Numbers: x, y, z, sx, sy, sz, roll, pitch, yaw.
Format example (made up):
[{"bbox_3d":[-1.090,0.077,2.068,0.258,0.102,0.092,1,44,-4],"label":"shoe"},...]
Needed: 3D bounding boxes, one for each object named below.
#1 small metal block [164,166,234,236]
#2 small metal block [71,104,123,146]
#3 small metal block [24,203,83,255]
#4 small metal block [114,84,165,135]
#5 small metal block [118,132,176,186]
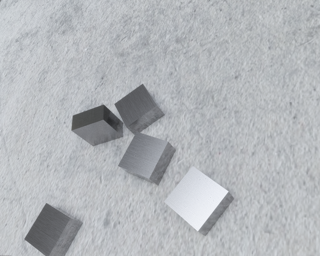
[{"bbox_3d":[0.042,0.078,0.333,0.050,0.025,0.050,34,80,38],"label":"small metal block"},{"bbox_3d":[-0.086,-0.002,0.433,0.050,0.050,0.025,-18,55,18],"label":"small metal block"},{"bbox_3d":[-0.135,0.131,0.392,0.050,0.025,0.050,16,70,34],"label":"small metal block"},{"bbox_3d":[-0.029,-0.026,0.434,0.050,0.025,0.050,-35,51,4],"label":"small metal block"},{"bbox_3d":[-0.016,0.038,0.388,0.050,0.025,0.050,16,70,34],"label":"small metal block"}]
